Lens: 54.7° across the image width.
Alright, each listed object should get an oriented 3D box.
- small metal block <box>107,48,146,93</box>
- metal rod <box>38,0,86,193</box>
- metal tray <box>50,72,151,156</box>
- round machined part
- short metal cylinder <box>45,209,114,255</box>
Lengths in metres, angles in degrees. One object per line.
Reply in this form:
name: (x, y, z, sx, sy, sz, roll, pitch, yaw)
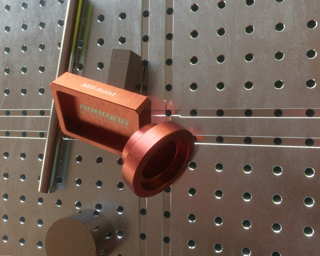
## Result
small metal block: (-0.044, -0.074, 0.413, 0.025, 0.050, 0.050, 10, 91, 19)
metal rod: (-0.146, -0.051, 0.462, 0.025, 0.025, 0.298, 11, 94, 19)
metal tray: (-0.076, -0.014, 0.409, 0.130, 0.030, 0.089, 19, 135, 18)
round machined part: (-0.007, 0.033, 0.378, 0.042, 0.098, 0.098, 38, 103, 34)
short metal cylinder: (-0.112, 0.160, 0.437, 0.080, 0.050, 0.079, 0, 90, 19)
